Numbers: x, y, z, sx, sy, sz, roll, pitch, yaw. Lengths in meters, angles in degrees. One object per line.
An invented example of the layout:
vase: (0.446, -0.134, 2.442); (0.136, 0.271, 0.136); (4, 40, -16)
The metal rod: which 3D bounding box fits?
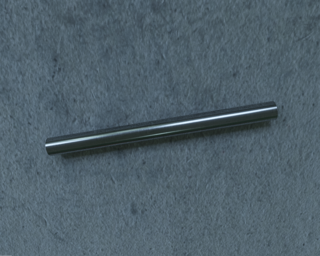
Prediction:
metal rod: (0.000, 0.001, 0.410); (0.302, 0.025, 0.025); (-9, 110, 3)
